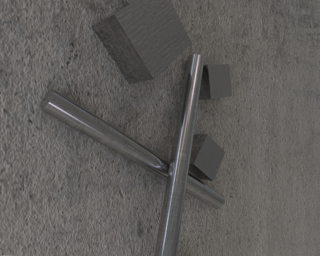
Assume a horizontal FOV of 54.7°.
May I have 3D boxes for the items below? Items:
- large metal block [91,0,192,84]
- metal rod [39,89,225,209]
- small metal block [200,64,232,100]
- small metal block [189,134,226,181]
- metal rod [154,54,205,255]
[{"bbox_3d":[-0.019,-0.111,0.372,0.080,0.050,0.080,-48,118,-29],"label":"large metal block"},{"bbox_3d":[-0.011,0.042,0.394,0.301,0.025,0.025,35,69,-35],"label":"metal rod"},{"bbox_3d":[0.083,-0.070,0.473,0.050,0.025,0.050,-11,97,-39],"label":"small metal block"},{"bbox_3d":[0.065,0.043,0.459,0.050,0.025,0.050,42,65,-32],"label":"small metal block"},{"bbox_3d":[0.026,0.038,0.396,0.025,0.025,0.299,27,64,-37],"label":"metal rod"}]
